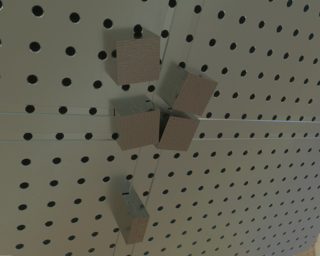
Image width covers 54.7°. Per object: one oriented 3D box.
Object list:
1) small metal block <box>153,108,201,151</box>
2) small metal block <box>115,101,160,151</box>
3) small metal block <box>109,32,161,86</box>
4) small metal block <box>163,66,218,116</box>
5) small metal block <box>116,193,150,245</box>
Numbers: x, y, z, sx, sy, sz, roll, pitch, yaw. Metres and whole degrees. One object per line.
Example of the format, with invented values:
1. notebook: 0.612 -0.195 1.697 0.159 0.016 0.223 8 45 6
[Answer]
1. small metal block: 0.020 0.003 0.426 0.050 0.025 0.050 7 115 -32
2. small metal block: -0.029 -0.003 0.395 0.050 0.025 0.050 -12 124 -23
3. small metal block: -0.028 -0.079 0.348 0.050 0.025 0.050 -12 124 -22
4. small metal block: 0.040 -0.047 0.406 0.050 0.025 0.050 12 112 -34
5. small metal block: -0.041 0.133 0.457 0.025 0.050 0.050 0 118 -29
